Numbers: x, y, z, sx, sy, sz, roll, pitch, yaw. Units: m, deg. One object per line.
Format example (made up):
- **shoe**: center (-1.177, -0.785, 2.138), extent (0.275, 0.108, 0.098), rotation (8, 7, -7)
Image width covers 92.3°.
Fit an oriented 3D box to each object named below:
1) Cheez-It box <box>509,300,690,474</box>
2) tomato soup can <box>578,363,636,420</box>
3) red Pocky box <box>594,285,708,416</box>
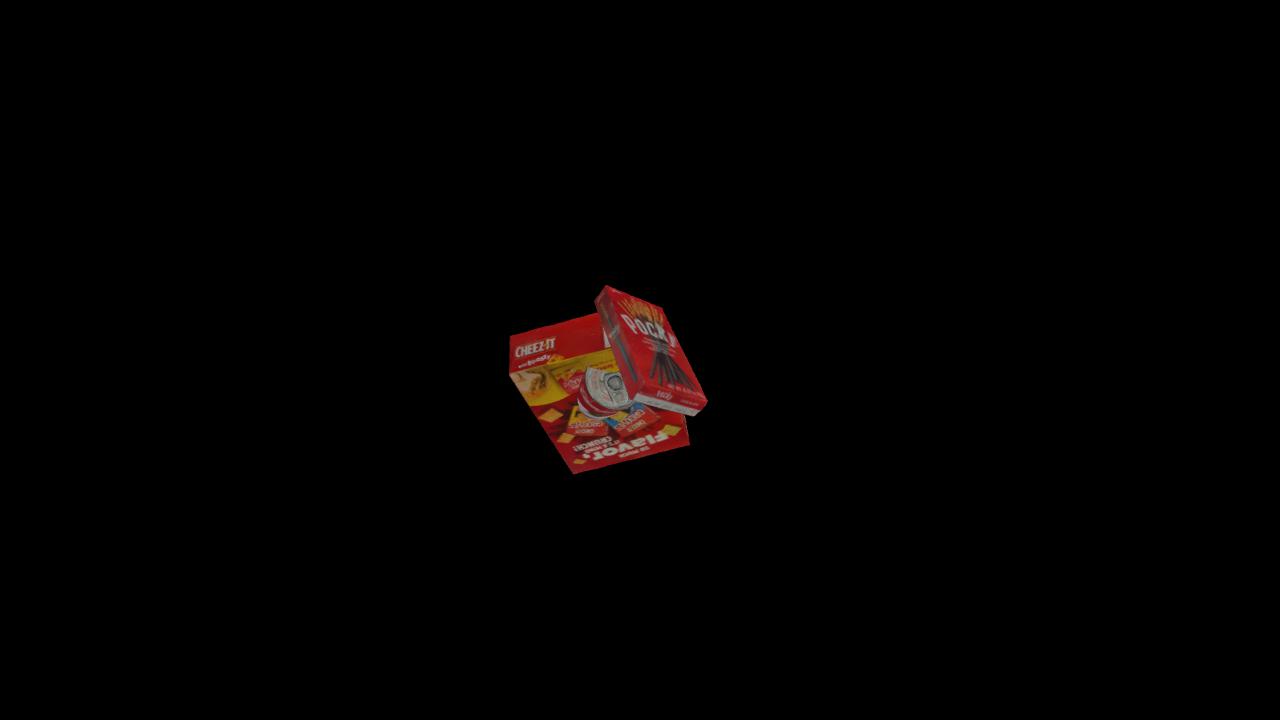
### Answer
- **Cheez-It box**: center (-0.041, 0.042, 0.752), extent (0.166, 0.071, 0.223), rotation (-15, -42, 7)
- **tomato soup can**: center (-0.043, 0.032, 0.710), extent (0.068, 0.068, 0.101), rotation (0, -13, -20)
- **red Pocky box**: center (0.008, -0.012, 0.636), extent (0.083, 0.028, 0.155), rotation (17, 34, -34)
